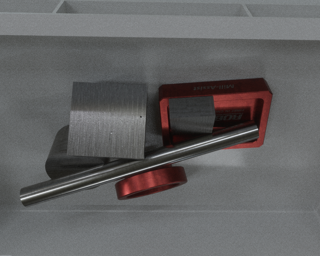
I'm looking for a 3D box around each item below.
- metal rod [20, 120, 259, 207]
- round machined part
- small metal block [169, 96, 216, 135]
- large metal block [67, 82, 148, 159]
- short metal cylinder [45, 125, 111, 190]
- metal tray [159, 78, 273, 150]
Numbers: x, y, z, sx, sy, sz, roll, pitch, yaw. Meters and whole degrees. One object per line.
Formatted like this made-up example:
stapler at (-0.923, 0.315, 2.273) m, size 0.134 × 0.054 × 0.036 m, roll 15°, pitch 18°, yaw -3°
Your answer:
metal rod at (-0.024, 0.044, 0.390) m, size 0.302 × 0.025 × 0.025 m, roll -16°, pitch 129°, yaw -1°
round machined part at (-0.015, 0.067, 0.432) m, size 0.099 × 0.042 × 0.098 m, roll -14°, pitch 164°, yaw -4°
small metal block at (0.037, -0.014, 0.368) m, size 0.050 × 0.025 × 0.050 m, roll -3°, pitch 156°, yaw 3°
large metal block at (-0.056, -0.006, 0.355) m, size 0.081 × 0.080 × 0.050 m, roll 3°, pitch 172°, yaw -2°
short metal cylinder at (-0.108, 0.040, 0.422) m, size 0.081 × 0.050 × 0.079 m, roll 0°, pitch 130°, yaw 0°
metal tray at (0.067, -0.014, 0.392) m, size 0.131 × 0.030 × 0.089 m, roll -4°, pitch 130°, yaw 2°
